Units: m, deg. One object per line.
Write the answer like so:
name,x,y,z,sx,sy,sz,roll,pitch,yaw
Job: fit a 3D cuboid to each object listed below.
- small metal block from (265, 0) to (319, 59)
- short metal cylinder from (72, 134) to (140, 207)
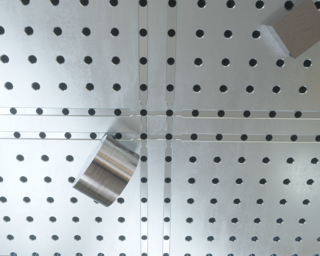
small metal block,0.165,-0.119,0.371,0.050,0.025,0.050,-38,106,12
short metal cylinder,-0.070,0.055,0.404,0.050,0.080,0.080,34,106,-12
